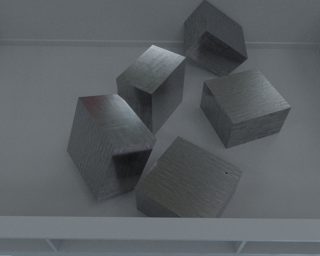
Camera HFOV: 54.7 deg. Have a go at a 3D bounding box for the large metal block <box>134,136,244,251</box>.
[{"bbox_3d":[0.031,0.067,0.333,0.080,0.050,0.080,28,55,21],"label":"large metal block"}]

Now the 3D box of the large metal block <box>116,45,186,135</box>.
[{"bbox_3d":[-0.010,-0.049,0.410,0.050,0.080,0.080,26,55,19],"label":"large metal block"}]

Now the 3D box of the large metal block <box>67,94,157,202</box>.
[{"bbox_3d":[-0.058,0.019,0.344,0.050,0.079,0.080,-11,47,-39],"label":"large metal block"}]

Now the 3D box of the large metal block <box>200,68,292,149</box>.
[{"bbox_3d":[0.110,-0.028,0.414,0.081,0.050,0.080,-15,52,-13],"label":"large metal block"}]

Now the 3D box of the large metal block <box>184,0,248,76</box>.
[{"bbox_3d":[0.084,-0.137,0.480,0.080,0.050,0.080,25,47,-25],"label":"large metal block"}]
